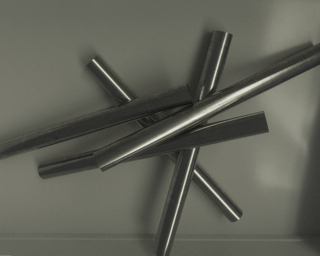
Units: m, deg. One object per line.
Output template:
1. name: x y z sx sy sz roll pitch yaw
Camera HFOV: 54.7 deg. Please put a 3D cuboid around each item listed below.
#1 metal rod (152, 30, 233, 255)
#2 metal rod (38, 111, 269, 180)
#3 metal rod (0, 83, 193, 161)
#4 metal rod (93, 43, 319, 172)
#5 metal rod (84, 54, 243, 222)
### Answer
1. metal rod: 0.039 0.028 0.398 0.025 0.025 0.298 14 100 -6
2. metal rod: -0.022 0.026 0.388 0.301 0.025 0.025 -13 110 17
3. metal rod: -0.106 0.000 0.391 0.301 0.025 0.025 -16 110 12
4. metal rod: 0.066 -0.028 0.363 0.302 0.025 0.025 -26 109 -7
5. metal rod: 0.014 0.024 0.420 0.025 0.025 0.300 -39 106 13
